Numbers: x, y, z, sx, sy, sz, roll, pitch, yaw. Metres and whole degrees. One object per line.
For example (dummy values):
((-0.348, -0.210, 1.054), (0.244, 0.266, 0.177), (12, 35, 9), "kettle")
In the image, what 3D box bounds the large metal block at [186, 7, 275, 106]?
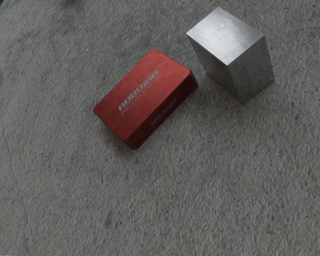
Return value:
((0.086, -0.086, 0.376), (0.050, 0.080, 0.080), (-40, 51, 2), "large metal block")

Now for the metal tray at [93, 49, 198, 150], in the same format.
((-0.022, -0.044, 0.439), (0.130, 0.030, 0.090), (-46, 51, -5), "metal tray")
